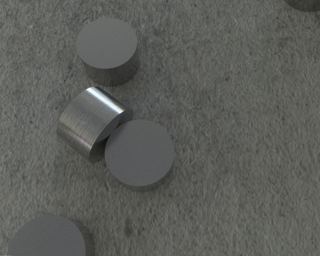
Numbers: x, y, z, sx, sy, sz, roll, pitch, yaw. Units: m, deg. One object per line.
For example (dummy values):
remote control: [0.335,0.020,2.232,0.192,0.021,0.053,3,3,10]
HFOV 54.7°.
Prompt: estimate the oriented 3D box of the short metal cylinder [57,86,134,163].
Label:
short metal cylinder: [-0.078,-0.004,0.379,0.050,0.080,0.080,36,74,12]

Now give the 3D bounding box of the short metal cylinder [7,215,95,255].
short metal cylinder: [-0.117,0.139,0.343,0.081,0.050,0.080,0,70,0]

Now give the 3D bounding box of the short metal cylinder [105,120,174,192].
short metal cylinder: [-0.024,0.036,0.382,0.081,0.050,0.080,0,70,-1]

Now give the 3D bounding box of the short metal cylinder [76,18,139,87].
short metal cylinder: [-0.070,-0.105,0.432,0.081,0.050,0.080,0,70,0]

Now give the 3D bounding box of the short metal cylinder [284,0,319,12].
short metal cylinder: [0.237,-0.230,0.482,0.081,0.050,0.080,0,70,0]
